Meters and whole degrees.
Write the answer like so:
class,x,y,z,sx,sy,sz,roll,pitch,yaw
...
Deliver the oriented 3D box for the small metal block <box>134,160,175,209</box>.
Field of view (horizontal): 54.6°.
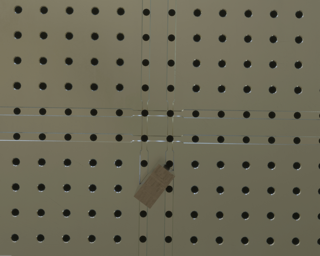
class,x,y,z,sx,sy,sz,roll,pitch,yaw
small metal block,-0.007,0.071,0.401,0.025,0.050,0.050,38,90,0
